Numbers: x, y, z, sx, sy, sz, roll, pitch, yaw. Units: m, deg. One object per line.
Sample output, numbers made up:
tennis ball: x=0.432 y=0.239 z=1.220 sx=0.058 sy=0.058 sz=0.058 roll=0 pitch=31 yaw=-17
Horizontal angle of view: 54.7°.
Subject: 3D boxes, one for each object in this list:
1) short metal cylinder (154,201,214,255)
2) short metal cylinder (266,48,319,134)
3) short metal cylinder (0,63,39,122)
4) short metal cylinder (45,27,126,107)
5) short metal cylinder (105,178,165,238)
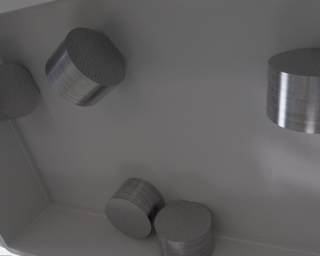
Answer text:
short metal cylinder: x=0.035 y=0.151 z=0.448 sx=0.080 sy=0.080 sz=0.050 roll=5 pitch=120 yaw=26
short metal cylinder: x=0.138 y=-0.036 z=0.278 sx=0.080 sy=0.080 sz=0.050 roll=6 pitch=121 yaw=25
short metal cylinder: x=-0.233 y=-0.052 z=0.464 sx=0.050 sy=0.080 sz=0.080 roll=-9 pitch=114 yaw=32
short metal cylinder: x=-0.089 y=-0.073 z=0.375 sx=0.050 sy=0.080 sz=0.080 roll=-33 pitch=100 yaw=38
short metal cylinder: x=-0.039 y=0.127 z=0.492 sx=0.080 sy=0.050 sz=0.079 roll=13 pitch=124 yaw=21
